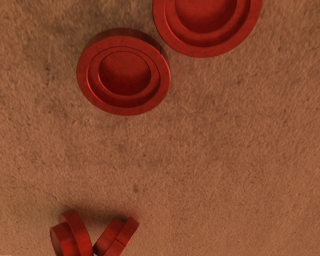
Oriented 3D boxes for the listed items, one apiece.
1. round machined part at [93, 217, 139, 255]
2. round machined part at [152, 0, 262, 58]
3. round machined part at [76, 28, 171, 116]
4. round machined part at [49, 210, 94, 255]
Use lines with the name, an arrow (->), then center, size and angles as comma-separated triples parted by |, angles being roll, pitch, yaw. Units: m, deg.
round machined part -> -0.081, 0.191, 0.528 | 0.042, 0.098, 0.097 | 36, 125, 3
round machined part -> 0.042, -0.120, 0.294 | 0.099, 0.042, 0.097 | -1, 130, 0
round machined part -> -0.038, -0.064, 0.341 | 0.099, 0.042, 0.097 | -1, 130, 0
round machined part -> -0.151, 0.190, 0.516 | 0.042, 0.098, 0.097 | -17, 139, -33
